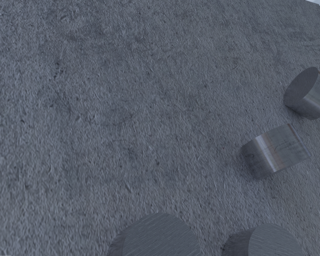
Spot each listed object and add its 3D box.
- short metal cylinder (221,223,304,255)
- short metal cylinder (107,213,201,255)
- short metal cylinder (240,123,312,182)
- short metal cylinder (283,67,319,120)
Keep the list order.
[{"bbox_3d":[0.119,0.156,0.356,0.081,0.050,0.080,14,56,-21],"label":"short metal cylinder"},{"bbox_3d":[-0.007,0.130,0.305,0.081,0.050,0.080,14,56,-21],"label":"short metal cylinder"},{"bbox_3d":[0.160,0.035,0.433,0.081,0.080,0.050,-12,68,-33],"label":"short metal cylinder"},{"bbox_3d":[0.268,-0.061,0.550,0.050,0.080,0.080,31,52,-9],"label":"short metal cylinder"}]
